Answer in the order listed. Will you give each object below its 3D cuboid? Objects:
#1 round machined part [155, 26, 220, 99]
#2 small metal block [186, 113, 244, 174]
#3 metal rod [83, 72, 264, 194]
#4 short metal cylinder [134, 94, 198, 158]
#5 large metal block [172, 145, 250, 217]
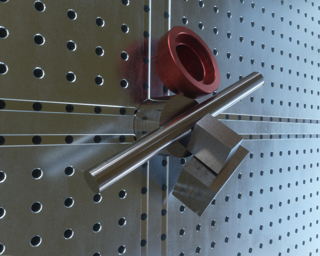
[{"bbox_3d":[0.033,-0.082,0.412,0.099,0.042,0.098,25,52,-35],"label":"round machined part"},{"bbox_3d":[0.064,0.019,0.369,0.025,0.050,0.050,-37,155,-34],"label":"small metal block"},{"bbox_3d":[0.041,-0.011,0.380,0.302,0.025,0.025,-31,109,-36],"label":"metal rod"},{"bbox_3d":[0.014,-0.003,0.406,0.081,0.050,0.079,0,90,-40],"label":"short metal cylinder"},{"bbox_3d":[0.067,0.062,0.421,0.080,0.050,0.080,-43,161,-32],"label":"large metal block"}]
